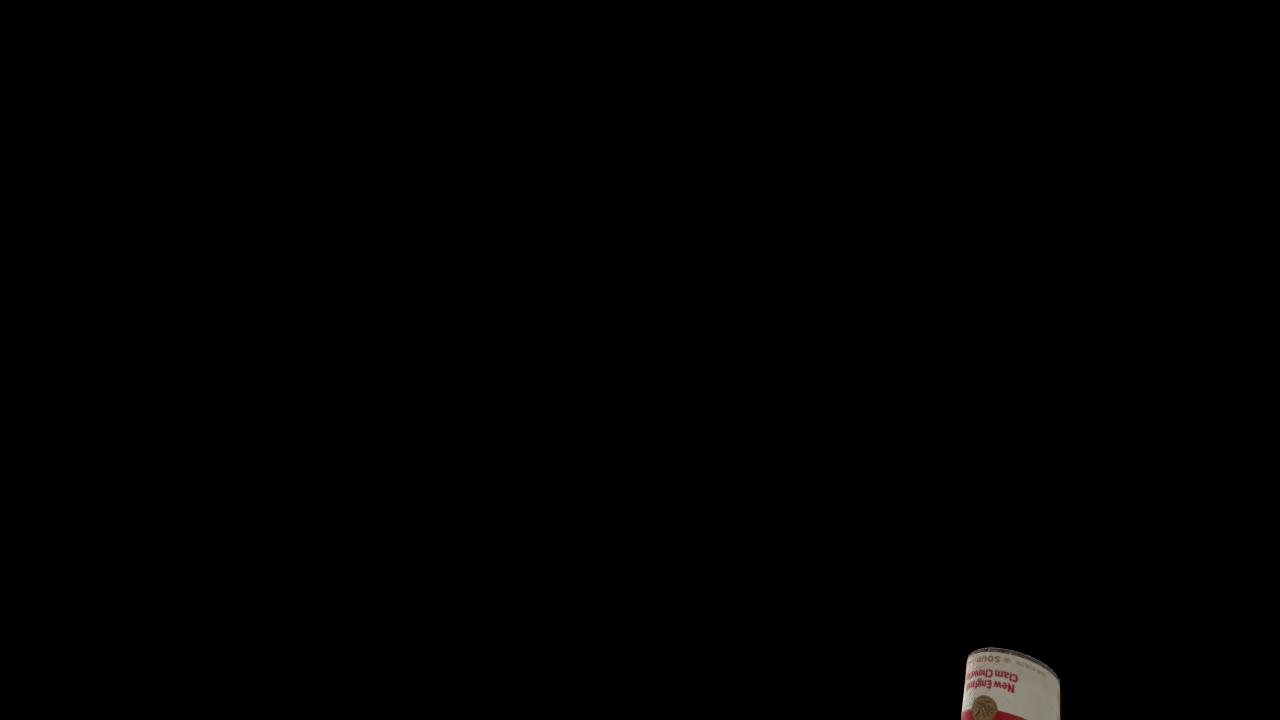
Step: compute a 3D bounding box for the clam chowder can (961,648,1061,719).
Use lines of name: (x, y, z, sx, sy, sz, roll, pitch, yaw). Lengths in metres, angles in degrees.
clam chowder can: (0.285, 0.287, 0.475, 0.068, 0.068, 0.102, 0, 39, 34)
